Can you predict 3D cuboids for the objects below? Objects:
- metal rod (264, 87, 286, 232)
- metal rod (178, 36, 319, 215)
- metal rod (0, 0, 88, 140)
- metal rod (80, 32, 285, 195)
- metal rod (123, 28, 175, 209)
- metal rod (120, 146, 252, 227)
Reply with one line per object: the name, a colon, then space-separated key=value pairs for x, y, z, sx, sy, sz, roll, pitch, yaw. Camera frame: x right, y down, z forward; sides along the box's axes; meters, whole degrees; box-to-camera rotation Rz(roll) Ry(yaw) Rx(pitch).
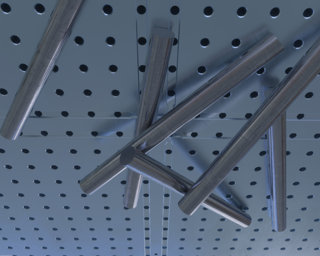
metal rod: x=0.178 y=0.067 z=0.469 sx=0.025 sy=0.025 sz=0.299 roll=-12 pitch=129 yaw=9
metal rod: x=0.117 y=-0.005 z=0.367 sx=0.025 sy=0.025 sz=0.299 roll=28 pitch=112 yaw=-22
metal rod: x=-0.118 y=-0.089 z=0.334 sx=0.025 sy=0.025 sz=0.299 roll=27 pitch=125 yaw=-21
metal rod: x=0.013 y=-0.006 z=0.379 sx=0.300 sy=0.025 sz=0.025 roll=-37 pitch=121 yaw=18
metal rod: x=-0.023 y=0.012 z=0.420 sx=0.025 sy=0.025 sz=0.298 roll=8 pitch=130 yaw=-7
metal rod: x=0.057 y=0.098 z=0.457 sx=0.025 sy=0.025 sz=0.301 roll=-33 pitch=135 yaw=25
